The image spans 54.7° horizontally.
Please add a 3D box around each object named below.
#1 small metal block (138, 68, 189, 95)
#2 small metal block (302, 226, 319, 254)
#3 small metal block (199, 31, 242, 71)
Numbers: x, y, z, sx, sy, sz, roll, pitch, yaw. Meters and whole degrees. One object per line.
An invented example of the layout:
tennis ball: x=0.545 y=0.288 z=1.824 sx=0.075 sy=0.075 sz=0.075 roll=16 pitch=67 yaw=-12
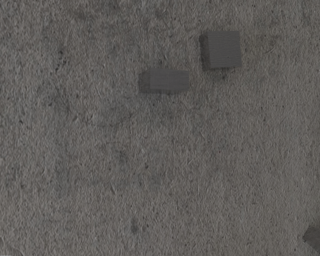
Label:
small metal block: x=0.004 y=-0.059 z=0.397 sx=0.050 sy=0.050 sz=0.025 roll=1 pitch=90 yaw=-20
small metal block: x=0.268 y=0.188 z=0.495 sx=0.050 sy=0.050 sz=0.025 roll=41 pitch=77 yaw=-16
small metal block: x=0.086 y=-0.110 z=0.440 sx=0.050 sy=0.025 sz=0.050 roll=-7 pitch=93 yaw=-20
